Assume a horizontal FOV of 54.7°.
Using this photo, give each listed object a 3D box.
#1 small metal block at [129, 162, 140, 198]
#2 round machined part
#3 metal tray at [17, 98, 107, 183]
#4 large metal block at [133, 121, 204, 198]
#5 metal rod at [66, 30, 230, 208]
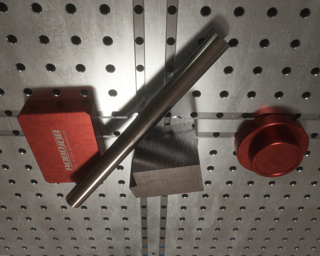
[{"bbox_3d":[-0.015,0.070,0.455,0.050,0.050,0.025,-16,128,13],"label":"small metal block"},{"bbox_3d":[0.156,0.031,0.430,0.099,0.042,0.097,-1,130,0],"label":"round machined part"},{"bbox_3d":[-0.126,0.022,0.425,0.091,0.030,0.129,-3,130,2],"label":"metal tray"},{"bbox_3d":[0.011,0.041,0.411,0.080,0.080,0.050,-8,130,6],"label":"large metal block"},{"bbox_3d":[-0.029,0.004,0.388,0.025,0.025,0.299,33,115,-25],"label":"metal rod"}]
